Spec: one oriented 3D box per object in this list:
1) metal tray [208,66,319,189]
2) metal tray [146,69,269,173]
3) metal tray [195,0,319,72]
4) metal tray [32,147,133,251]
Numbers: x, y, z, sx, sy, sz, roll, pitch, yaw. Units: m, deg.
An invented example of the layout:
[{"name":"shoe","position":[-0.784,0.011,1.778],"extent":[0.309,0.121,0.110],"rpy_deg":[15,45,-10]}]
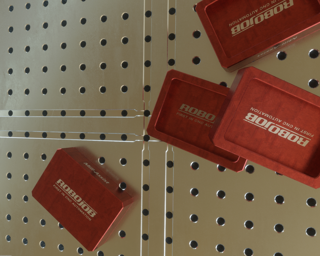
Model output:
[{"name":"metal tray","position":[0.131,0.000,0.338],"extent":[0.131,0.030,0.090],"rpy_deg":[23,97,-4]},{"name":"metal tray","position":[0.058,-0.011,0.389],"extent":[0.130,0.030,0.090],"rpy_deg":[22,97,18]},{"name":"metal tray","position":[0.119,-0.135,0.367],"extent":[0.130,0.030,0.090],"rpy_deg":[-25,82,18]},{"name":"metal tray","position":[-0.115,0.100,0.451],"extent":[0.130,0.030,0.090],"rpy_deg":[37,102,16]}]
